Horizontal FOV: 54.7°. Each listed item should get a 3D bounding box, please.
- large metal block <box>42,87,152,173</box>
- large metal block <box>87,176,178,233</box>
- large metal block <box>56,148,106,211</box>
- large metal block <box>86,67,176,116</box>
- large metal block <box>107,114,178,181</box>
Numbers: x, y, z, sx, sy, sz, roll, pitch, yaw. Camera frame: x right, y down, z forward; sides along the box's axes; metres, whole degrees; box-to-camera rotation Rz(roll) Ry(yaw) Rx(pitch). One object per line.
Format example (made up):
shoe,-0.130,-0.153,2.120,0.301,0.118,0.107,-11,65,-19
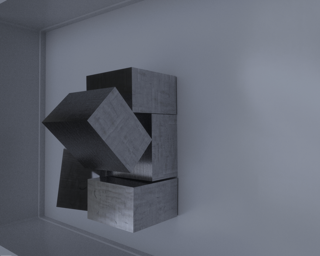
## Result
large metal block,-0.070,0.004,0.351,0.080,0.080,0.050,-1,45,39
large metal block,-0.034,0.089,0.394,0.080,0.081,0.050,1,91,39
large metal block,-0.107,0.063,0.444,0.050,0.080,0.079,9,98,-4
large metal block,-0.036,-0.042,0.395,0.080,0.081,0.050,-1,89,39
large metal block,-0.024,0.023,0.409,0.080,0.050,0.079,-1,90,39
